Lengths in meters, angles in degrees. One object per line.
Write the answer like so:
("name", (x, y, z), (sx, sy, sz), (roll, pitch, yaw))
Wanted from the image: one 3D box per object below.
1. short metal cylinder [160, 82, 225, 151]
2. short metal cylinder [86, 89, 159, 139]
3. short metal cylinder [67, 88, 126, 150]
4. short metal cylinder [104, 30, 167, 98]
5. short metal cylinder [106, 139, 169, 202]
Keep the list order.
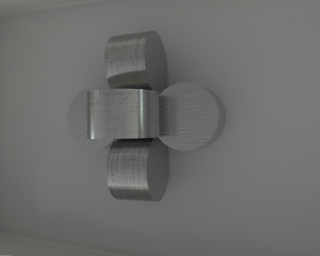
("short metal cylinder", (0.036, -0.013, 0.382), (0.080, 0.050, 0.080), (0, 90, 20))
("short metal cylinder", (-0.041, -0.014, 0.347), (0.080, 0.080, 0.050), (-1, 90, 20))
("short metal cylinder", (-0.077, -0.012, 0.423), (0.080, 0.050, 0.080), (0, 90, 20))
("short metal cylinder", (-0.027, -0.078, 0.389), (0.050, 0.080, 0.080), (-2, 90, 19))
("short metal cylinder", (-0.025, 0.050, 0.388), (0.050, 0.080, 0.080), (-2, 90, 19))
